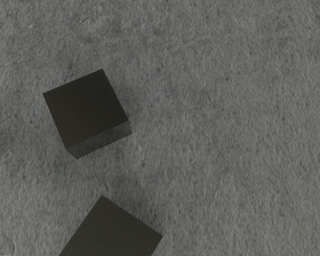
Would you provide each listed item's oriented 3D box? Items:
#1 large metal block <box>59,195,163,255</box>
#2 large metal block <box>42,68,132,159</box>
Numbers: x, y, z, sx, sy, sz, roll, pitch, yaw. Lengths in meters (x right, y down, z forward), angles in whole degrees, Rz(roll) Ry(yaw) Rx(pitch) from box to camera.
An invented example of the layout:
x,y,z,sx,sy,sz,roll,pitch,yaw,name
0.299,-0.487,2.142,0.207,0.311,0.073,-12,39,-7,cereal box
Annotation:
x,y,z,sx,sy,sz,roll,pitch,yaw,name
-0.052,0.134,0.345,0.080,0.050,0.080,31,73,10,large metal block
-0.091,-0.018,0.400,0.080,0.050,0.080,-25,72,-9,large metal block
